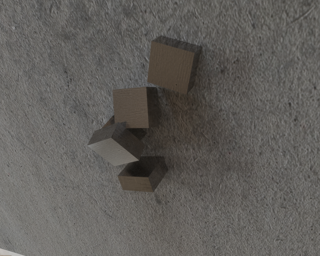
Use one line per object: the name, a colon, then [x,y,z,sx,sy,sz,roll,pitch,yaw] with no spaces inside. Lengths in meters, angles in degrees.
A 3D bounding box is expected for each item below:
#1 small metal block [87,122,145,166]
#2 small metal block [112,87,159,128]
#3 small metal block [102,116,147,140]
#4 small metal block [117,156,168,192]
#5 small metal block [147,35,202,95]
small metal block: [-0.057,0.023,0.406,0.050,0.025,0.050,-18,130,41]
small metal block: [-0.031,-0.026,0.396,0.050,0.025,0.050,-1,95,28]
small metal block: [-0.056,0.009,0.442,0.050,0.025,0.050,45,129,-4]
small metal block: [-0.024,0.065,0.443,0.050,0.050,0.025,-2,117,29]
small metal block: [0.016,-0.072,0.354,0.050,0.025,0.050,20,126,16]
